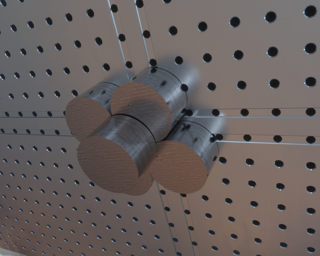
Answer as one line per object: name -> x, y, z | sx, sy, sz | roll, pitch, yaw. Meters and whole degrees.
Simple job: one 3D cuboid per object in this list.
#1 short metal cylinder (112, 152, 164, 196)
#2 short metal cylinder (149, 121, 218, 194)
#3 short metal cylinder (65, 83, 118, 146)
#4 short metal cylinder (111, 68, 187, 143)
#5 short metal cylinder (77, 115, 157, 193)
short metal cylinder -> -0.038, 0.049, 0.443 | 0.080, 0.050, 0.079 | 13, 124, 20
short metal cylinder -> 0.030, 0.038, 0.401 | 0.080, 0.050, 0.079 | 13, 124, 20
short metal cylinder -> -0.081, -0.016, 0.425 | 0.080, 0.050, 0.079 | 13, 124, 20
short metal cylinder -> -0.013, -0.028, 0.382 | 0.080, 0.050, 0.079 | 13, 124, 20
short metal cylinder -> -0.051, 0.031, 0.372 | 0.080, 0.050, 0.079 | 13, 125, 19
